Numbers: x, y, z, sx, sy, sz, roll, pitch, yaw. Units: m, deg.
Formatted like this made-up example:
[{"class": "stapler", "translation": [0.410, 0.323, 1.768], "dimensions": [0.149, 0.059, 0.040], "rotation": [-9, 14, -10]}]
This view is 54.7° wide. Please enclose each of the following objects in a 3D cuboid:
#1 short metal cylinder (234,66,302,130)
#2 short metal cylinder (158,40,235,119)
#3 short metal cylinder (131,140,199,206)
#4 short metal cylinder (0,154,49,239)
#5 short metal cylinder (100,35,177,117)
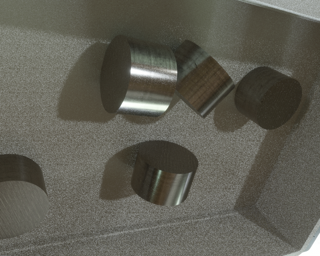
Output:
[{"class": "short metal cylinder", "translation": [0.158, -0.044, 0.454], "dimensions": [0.081, 0.050, 0.079], "rotation": [-14, 125, -21]}, {"class": "short metal cylinder", "translation": [0.040, -0.056, 0.362], "dimensions": [0.050, 0.080, 0.080], "rotation": [-46, 130, 4]}, {"class": "short metal cylinder", "translation": [0.005, 0.058, 0.414], "dimensions": [0.081, 0.080, 0.050], "rotation": [0, 118, -29]}, {"class": "short metal cylinder", "translation": [-0.171, 0.076, 0.347], "dimensions": [0.081, 0.050, 0.079], "rotation": [-14, 125, -21]}, {"class": "short metal cylinder", "translation": [-0.025, -0.053, 0.328], "dimensions": [0.050, 0.080, 0.079], "rotation": [4, 116, -31]}]
